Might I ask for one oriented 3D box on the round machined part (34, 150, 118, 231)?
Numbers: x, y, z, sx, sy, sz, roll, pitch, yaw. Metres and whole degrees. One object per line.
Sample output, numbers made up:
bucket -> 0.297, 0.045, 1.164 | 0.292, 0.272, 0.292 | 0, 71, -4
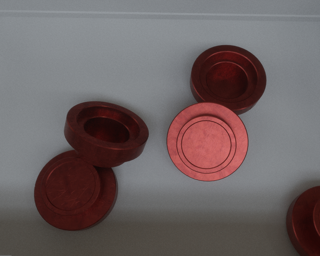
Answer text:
round machined part -> -0.103, 0.072, 0.373 | 0.099, 0.042, 0.098 | 0, 70, -1

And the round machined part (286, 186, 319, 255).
round machined part -> 0.202, 0.113, 0.355 | 0.099, 0.042, 0.098 | 0, 62, 0

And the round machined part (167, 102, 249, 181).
round machined part -> 0.056, 0.017, 0.374 | 0.098, 0.042, 0.097 | 1, 96, 10

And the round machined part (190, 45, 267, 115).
round machined part -> 0.090, -0.061, 0.424 | 0.099, 0.042, 0.098 | 0, 70, -1

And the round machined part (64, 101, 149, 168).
round machined part -> -0.067, 0.011, 0.378 | 0.099, 0.042, 0.098 | 16, 31, -9
